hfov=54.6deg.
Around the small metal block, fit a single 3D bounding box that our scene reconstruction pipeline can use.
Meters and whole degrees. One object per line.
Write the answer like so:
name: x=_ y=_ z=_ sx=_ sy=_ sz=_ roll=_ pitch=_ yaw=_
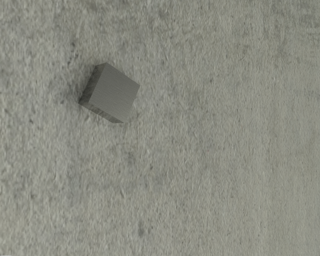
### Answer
small metal block: x=-0.057 y=-0.039 z=0.356 sx=0.050 sy=0.025 sz=0.050 roll=32 pitch=70 yaw=-35
